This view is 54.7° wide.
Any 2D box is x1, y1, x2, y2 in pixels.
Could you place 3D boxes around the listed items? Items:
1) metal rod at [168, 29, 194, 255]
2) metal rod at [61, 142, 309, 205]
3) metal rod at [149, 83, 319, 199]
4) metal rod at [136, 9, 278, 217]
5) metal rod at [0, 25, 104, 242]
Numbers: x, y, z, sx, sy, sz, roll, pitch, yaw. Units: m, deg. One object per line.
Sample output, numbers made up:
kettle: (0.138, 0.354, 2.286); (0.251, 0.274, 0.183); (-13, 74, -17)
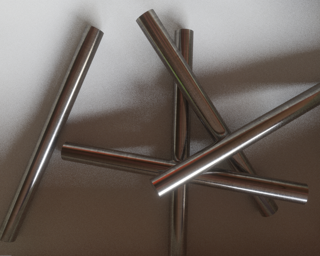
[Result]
metal rod: (0.027, 0.021, 0.411); (0.025, 0.025, 0.298); (2, 90, -1)
metal rod: (0.023, 0.054, 0.386); (0.301, 0.025, 0.025); (9, 90, 9)
metal rod: (0.124, 0.000, 0.382); (0.302, 0.025, 0.025); (-28, 90, -13)
metal rod: (0.064, -0.013, 0.393); (0.025, 0.025, 0.299); (-34, 98, 0)
metal rod: (-0.144, 0.007, 0.409); (0.025, 0.025, 0.299); (23, 90, -1)
